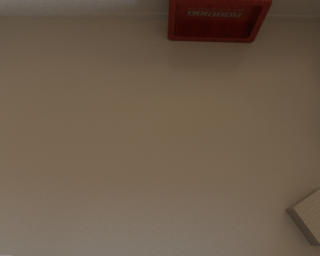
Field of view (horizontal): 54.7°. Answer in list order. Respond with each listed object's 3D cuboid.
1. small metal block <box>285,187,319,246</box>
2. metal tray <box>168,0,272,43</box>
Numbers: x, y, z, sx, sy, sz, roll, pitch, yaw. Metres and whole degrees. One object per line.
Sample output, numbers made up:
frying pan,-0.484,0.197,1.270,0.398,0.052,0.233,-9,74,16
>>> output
small metal block,0.191,0.106,0.373,0.050,0.025,0.050,-30,73,-11
metal tray,0.077,-0.160,0.434,0.131,0.090,0.030,2,70,0
